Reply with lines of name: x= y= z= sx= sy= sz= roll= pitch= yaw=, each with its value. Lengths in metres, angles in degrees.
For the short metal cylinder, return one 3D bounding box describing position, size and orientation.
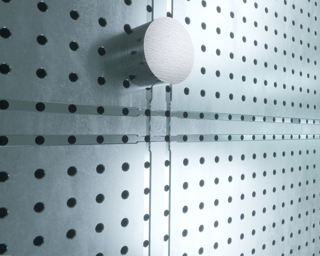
short metal cylinder: x=-0.003 y=-0.092 z=0.389 sx=0.081 sy=0.050 sz=0.080 roll=0 pitch=90 yaw=-40
